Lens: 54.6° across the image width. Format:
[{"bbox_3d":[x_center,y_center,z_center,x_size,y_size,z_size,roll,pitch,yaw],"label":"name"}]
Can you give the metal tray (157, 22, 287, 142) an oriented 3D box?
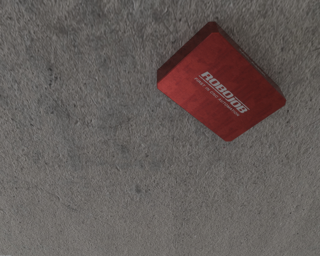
[{"bbox_3d":[0.072,-0.047,0.364,0.130,0.030,0.090,35,122,-26],"label":"metal tray"}]
